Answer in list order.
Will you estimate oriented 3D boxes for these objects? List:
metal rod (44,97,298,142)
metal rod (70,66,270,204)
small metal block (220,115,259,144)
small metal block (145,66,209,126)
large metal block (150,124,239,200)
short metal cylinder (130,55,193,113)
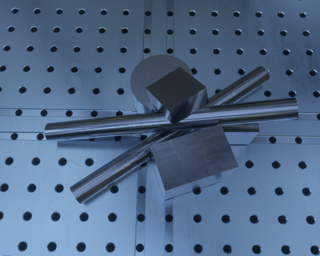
[{"bbox_3d":[0.003,-0.008,0.373,0.301,0.025,0.025,-5,70,12],"label":"metal rod"},{"bbox_3d":[0.021,0.003,0.408,0.301,0.025,0.025,-33,73,-11],"label":"metal rod"},{"bbox_3d":[0.093,0.002,0.395,0.050,0.050,0.025,0,70,1],"label":"small metal block"},{"bbox_3d":[0.020,-0.038,0.360,0.050,0.025,0.050,-34,51,-11],"label":"small metal block"},{"bbox_3d":[0.036,0.043,0.362,0.081,0.080,0.050,-17,71,-6],"label":"large metal block"},{"bbox_3d":[0.003,-0.050,0.413,0.081,0.050,0.080,0,69,0],"label":"short metal cylinder"}]
